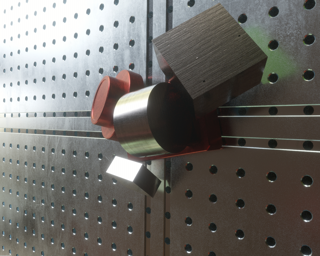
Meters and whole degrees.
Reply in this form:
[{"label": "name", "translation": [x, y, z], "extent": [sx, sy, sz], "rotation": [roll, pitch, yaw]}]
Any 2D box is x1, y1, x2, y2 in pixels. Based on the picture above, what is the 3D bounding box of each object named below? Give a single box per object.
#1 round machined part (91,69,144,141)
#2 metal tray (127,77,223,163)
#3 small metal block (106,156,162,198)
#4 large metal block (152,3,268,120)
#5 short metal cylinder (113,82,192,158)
[{"label": "round machined part", "translation": [-0.063, -0.033, 0.420], "extent": [0.098, 0.042, 0.098], "rotation": [-40, 42, 50]}, {"label": "metal tray", "translation": [0.009, -0.007, 0.395], "extent": [0.130, 0.030, 0.090], "rotation": [-14, 81, 39]}, {"label": "small metal block", "translation": [-0.034, 0.065, 0.414], "extent": [0.050, 0.050, 0.025], "rotation": [10, 63, 40]}, {"label": "large metal block", "translation": [0.049, -0.068, 0.322], "extent": [0.080, 0.050, 0.080], "rotation": [-30, 67, -3]}, {"label": "short metal cylinder", "translation": [-0.006, -0.008, 0.358], "extent": [0.050, 0.081, 0.080], "rotation": [-11, 83, 39]}]
